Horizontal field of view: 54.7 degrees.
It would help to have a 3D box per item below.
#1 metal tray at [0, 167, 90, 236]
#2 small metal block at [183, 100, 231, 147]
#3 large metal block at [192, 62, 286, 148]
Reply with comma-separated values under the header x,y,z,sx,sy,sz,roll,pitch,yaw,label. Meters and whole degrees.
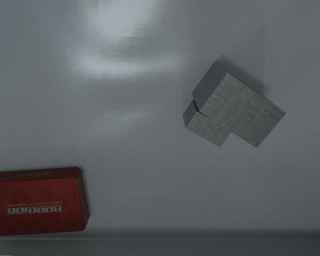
x,y,z,sx,sy,sz,roll,pitch,yaw,label
-0.175,0.106,0.445,0.131,0.030,0.089,-4,110,1,metal tray
0.059,-0.007,0.396,0.050,0.050,0.025,28,108,-10,small metal block
0.089,-0.031,0.372,0.080,0.080,0.050,32,107,-11,large metal block
